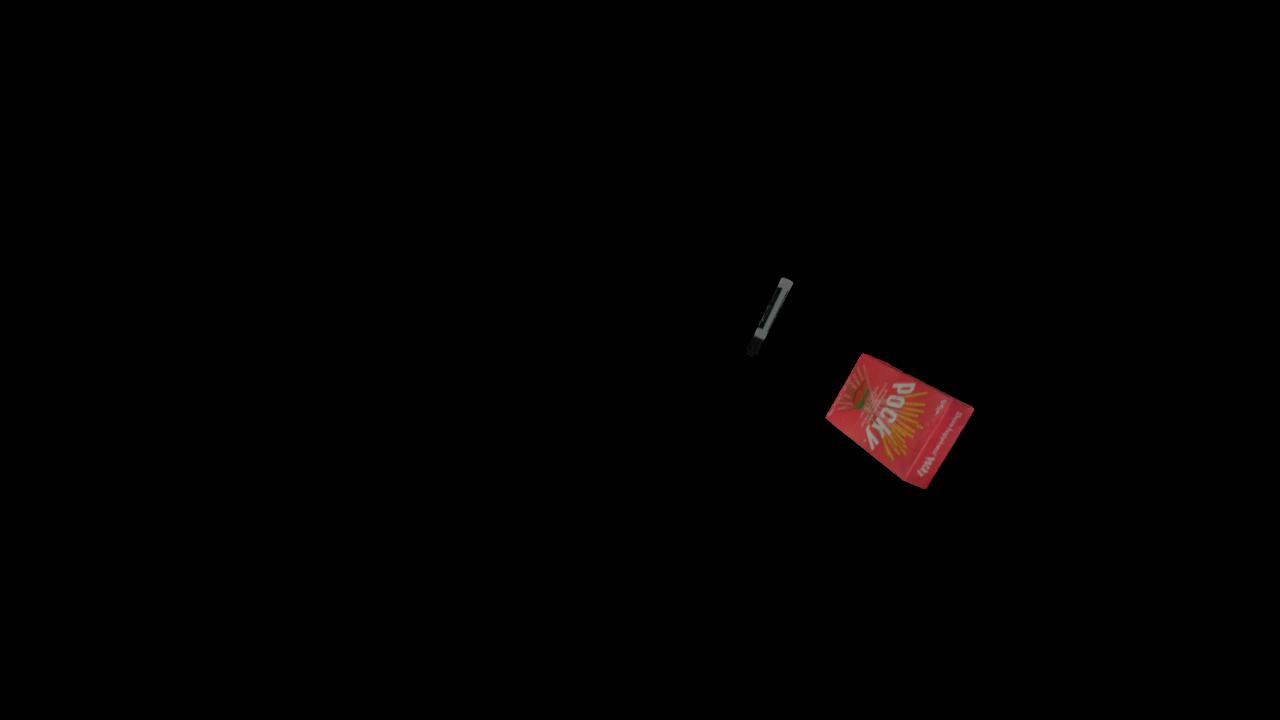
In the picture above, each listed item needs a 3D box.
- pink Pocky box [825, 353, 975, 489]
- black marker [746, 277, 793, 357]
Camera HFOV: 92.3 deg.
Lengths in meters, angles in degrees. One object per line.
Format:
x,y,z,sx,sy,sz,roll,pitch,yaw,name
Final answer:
0.243,0.052,0.597,0.029,0.084,0.155,23,11,-15,pink Pocky box
0.184,-0.060,0.880,0.020,0.121,0.020,26,2,-1,black marker
